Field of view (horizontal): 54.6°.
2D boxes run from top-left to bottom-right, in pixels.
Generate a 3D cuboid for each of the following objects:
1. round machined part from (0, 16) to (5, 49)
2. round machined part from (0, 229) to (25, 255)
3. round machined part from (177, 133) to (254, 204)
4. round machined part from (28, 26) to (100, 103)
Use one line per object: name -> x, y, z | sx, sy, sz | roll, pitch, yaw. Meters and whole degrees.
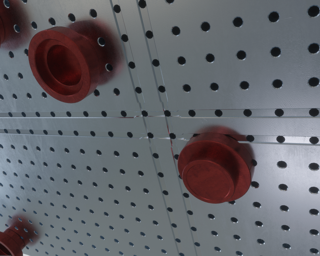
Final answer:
round machined part -> -0.269, -0.148, 0.452 | 0.098, 0.042, 0.097 | 13, 124, 21
round machined part -> -0.387, 0.299, 0.791 | 0.098, 0.042, 0.097 | 13, 124, 21
round machined part -> 0.068, 0.058, 0.401 | 0.098, 0.042, 0.097 | 13, 124, 21
round machined part -> -0.121, -0.086, 0.412 | 0.098, 0.042, 0.097 | 13, 124, 21
